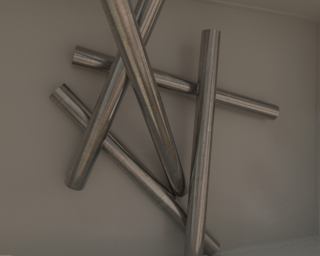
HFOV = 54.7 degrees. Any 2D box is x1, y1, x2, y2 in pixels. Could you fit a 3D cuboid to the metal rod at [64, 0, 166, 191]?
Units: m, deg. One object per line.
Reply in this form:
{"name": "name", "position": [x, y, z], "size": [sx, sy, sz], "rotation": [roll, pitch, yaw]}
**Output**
{"name": "metal rod", "position": [-0.041, -0.060, 0.331], "size": [0.025, 0.025, 0.298], "rotation": [20, 108, -19]}

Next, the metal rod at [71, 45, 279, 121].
{"name": "metal rod", "position": [0.035, -0.056, 0.423], "size": [0.302, 0.025, 0.025], "rotation": [13, 86, -20]}

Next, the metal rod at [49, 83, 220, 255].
{"name": "metal rod", "position": [-0.024, 0.063, 0.401], "size": [0.025, 0.025, 0.300], "rotation": [-46, 104, -14]}

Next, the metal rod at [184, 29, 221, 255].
{"name": "metal rod", "position": [0.055, 0.023, 0.402], "size": [0.025, 0.025, 0.298], "rotation": [5, 88, -20]}

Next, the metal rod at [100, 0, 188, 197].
{"name": "metal rod", "position": [-0.011, -0.028, 0.333], "size": [0.025, 0.025, 0.299], "rotation": [-32, 129, -17]}
